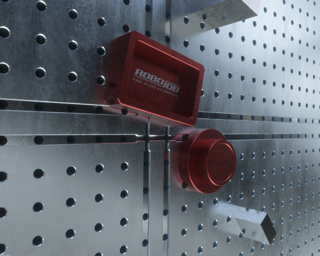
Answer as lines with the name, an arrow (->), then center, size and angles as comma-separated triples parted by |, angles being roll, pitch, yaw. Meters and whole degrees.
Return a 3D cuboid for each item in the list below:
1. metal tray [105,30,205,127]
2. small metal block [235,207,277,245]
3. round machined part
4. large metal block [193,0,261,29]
metal tray -> -0.001, -0.058, 0.404 | 0.131, 0.030, 0.090 | 16, 80, -39
small metal block -> 0.164, 0.167, 0.531 | 0.025, 0.050, 0.050 | -43, 116, -31
round machined part -> 0.077, 0.050, 0.463 | 0.099, 0.042, 0.097 | 0, 90, -40
large metal block -> 0.103, -0.204, 0.459 | 0.050, 0.080, 0.080 | 22, 76, -38
